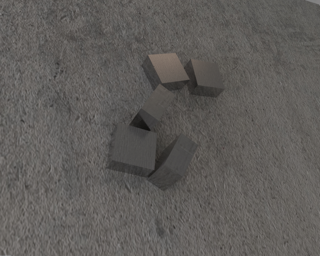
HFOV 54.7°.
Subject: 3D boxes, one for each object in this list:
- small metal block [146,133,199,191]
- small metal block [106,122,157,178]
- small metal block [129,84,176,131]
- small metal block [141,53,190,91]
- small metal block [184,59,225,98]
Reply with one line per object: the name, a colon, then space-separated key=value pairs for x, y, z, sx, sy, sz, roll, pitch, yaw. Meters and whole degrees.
small metal block: x=0.015 y=0.041 z=0.370 sx=0.025 sy=0.050 sz=0.050 roll=36 pitch=51 yaw=-5
small metal block: x=-0.033 y=0.027 z=0.369 sx=0.050 sy=0.025 sz=0.050 roll=16 pitch=55 yaw=-19
small metal block: x=-0.011 y=-0.021 z=0.394 sx=0.025 sy=0.050 sz=0.050 roll=36 pitch=51 yaw=-5
small metal block: x=0.008 y=-0.082 z=0.458 sx=0.050 sy=0.025 sz=0.050 roll=-13 pitch=69 yaw=-33
small metal block: x=0.069 y=-0.078 z=0.488 sx=0.050 sy=0.025 sz=0.050 roll=4 pitch=60 yaw=-26
